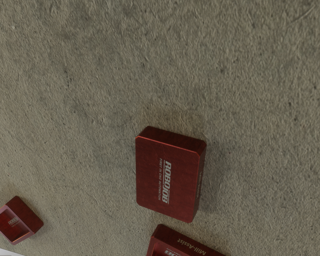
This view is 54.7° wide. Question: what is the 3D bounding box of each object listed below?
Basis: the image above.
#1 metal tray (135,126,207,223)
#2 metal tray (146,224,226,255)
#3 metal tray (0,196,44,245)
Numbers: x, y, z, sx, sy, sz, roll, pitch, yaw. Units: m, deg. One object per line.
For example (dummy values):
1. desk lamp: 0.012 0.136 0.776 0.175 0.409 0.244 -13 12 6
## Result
1. metal tray: 0.012 0.068 0.439 0.090 0.030 0.129 15 125 19
2. metal tray: 0.043 0.225 0.520 0.130 0.030 0.089 22 127 14
3. metal tray: -0.334 0.216 0.712 0.130 0.030 0.090 -34 100 38
